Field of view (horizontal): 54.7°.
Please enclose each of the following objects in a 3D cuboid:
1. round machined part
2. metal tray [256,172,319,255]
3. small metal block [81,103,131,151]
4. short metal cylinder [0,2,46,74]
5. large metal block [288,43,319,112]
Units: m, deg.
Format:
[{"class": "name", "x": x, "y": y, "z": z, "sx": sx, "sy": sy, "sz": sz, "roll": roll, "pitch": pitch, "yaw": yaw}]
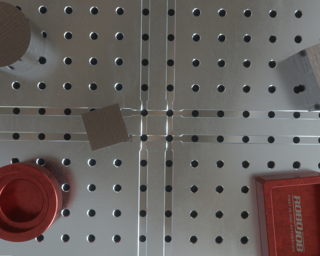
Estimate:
[{"class": "round machined part", "x": -0.176, "y": 0.093, "z": 0.403, "sx": 0.099, "sy": 0.042, "sz": 0.097, "roll": 0, "pitch": 90, "yaw": 0}, {"class": "metal tray", "x": 0.182, "y": 0.128, "z": 0.412, "sx": 0.091, "sy": 0.030, "sz": 0.129, "roll": -5, "pitch": 90, "yaw": 0}, {"class": "small metal block", "x": -0.071, "y": -0.001, "z": 0.413, "sx": 0.050, "sy": 0.025, "sz": 0.050, "roll": -17, "pitch": 90, "yaw": 0}, {"class": "short metal cylinder", "x": -0.196, "y": -0.113, "z": 0.399, "sx": 0.081, "sy": 0.050, "sz": 0.080, "roll": 0, "pitch": 90, "yaw": 0}, {"class": "large metal block", "x": 0.228, "y": -0.073, "z": 0.402, "sx": 0.080, "sy": 0.050, "sz": 0.080, "roll": -21, "pitch": 90, "yaw": 0}]
